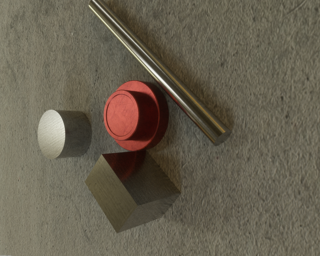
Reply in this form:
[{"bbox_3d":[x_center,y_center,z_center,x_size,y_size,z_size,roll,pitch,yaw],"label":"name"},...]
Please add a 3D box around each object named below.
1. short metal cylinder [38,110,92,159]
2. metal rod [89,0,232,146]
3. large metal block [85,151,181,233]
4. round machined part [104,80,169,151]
[{"bbox_3d":[-0.160,0.010,0.517,0.080,0.050,0.079,0,90,39],"label":"short metal cylinder"},{"bbox_3d":[-0.015,-0.091,0.414,0.300,0.025,0.025,50,119,28],"label":"metal rod"},{"bbox_3d":[-0.034,0.076,0.395,0.080,0.081,0.050,49,119,28],"label":"large metal block"},{"bbox_3d":[-0.039,-0.017,0.424,0.098,0.042,0.097,0,90,39],"label":"round machined part"}]
